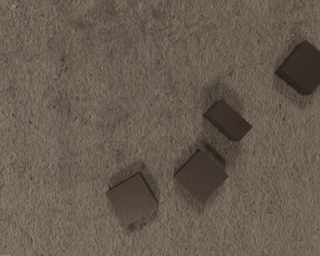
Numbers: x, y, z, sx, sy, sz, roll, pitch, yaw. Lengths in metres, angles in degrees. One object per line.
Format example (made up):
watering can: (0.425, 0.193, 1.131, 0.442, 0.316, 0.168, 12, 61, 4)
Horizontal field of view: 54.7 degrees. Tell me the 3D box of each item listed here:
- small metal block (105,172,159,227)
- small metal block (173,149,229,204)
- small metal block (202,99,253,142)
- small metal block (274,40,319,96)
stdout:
small metal block: (-0.036, 0.093, 0.410, 0.050, 0.025, 0.050, -30, 90, -1)
small metal block: (0.054, 0.063, 0.411, 0.050, 0.025, 0.050, 44, 90, -1)
small metal block: (0.085, -0.009, 0.399, 0.050, 0.050, 0.025, 42, 90, -1)
small metal block: (0.192, -0.079, 0.413, 0.050, 0.025, 0.050, 39, 90, -1)
